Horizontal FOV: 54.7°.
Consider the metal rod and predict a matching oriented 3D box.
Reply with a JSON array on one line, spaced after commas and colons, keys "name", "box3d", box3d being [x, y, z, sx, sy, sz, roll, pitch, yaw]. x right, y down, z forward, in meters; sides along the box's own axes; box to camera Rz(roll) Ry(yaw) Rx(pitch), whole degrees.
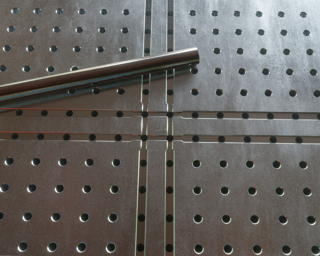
[{"name": "metal rod", "box3d": [-0.093, -0.074, 0.437, 0.302, 0.025, 0.025, -12, 71, -5]}]
